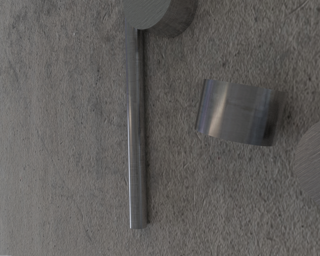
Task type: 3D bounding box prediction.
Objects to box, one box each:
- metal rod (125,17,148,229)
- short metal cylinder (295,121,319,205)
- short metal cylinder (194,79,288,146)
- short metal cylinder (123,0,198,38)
[{"bbox_3d":[-0.034,-0.013,0.432,0.025,0.025,0.298,-2,88,40],"label":"metal rod"},{"bbox_3d":[0.161,0.028,0.256,0.080,0.050,0.080,0,90,40],"label":"short metal cylinder"},{"bbox_3d":[0.078,-0.017,0.305,0.080,0.081,0.050,17,101,38],"label":"short metal cylinder"},{"bbox_3d":[0.000,-0.158,0.389,0.080,0.050,0.080,0,90,40],"label":"short metal cylinder"}]
